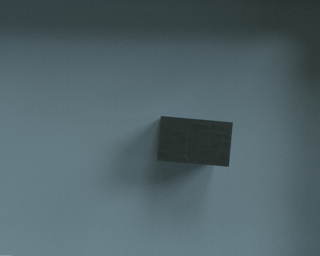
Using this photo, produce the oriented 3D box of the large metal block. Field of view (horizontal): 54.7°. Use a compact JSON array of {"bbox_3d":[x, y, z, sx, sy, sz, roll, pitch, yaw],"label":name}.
[{"bbox_3d":[0.039,0.015,0.384,0.081,0.080,0.050,5,90,-1],"label":"large metal block"}]
